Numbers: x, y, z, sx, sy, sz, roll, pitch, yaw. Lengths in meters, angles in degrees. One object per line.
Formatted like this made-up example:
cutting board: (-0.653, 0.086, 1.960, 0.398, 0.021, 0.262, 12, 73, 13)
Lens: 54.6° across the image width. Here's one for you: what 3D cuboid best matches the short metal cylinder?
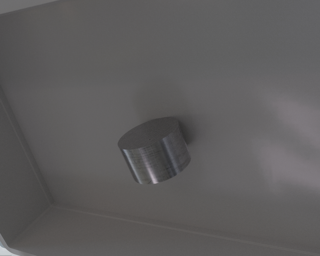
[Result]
short metal cylinder: (-0.006, 0.027, 0.394, 0.080, 0.080, 0.050, -8, 114, 32)
